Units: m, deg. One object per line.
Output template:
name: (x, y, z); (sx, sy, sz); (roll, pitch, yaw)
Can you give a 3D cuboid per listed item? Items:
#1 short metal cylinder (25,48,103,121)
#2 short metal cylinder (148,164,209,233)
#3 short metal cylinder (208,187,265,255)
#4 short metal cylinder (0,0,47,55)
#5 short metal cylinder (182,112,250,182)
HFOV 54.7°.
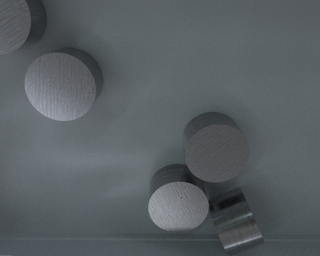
short metal cylinder: (-0.114, -0.054, 0.376); (0.081, 0.050, 0.079); (0, 110, -1)
short metal cylinder: (0.025, 0.098, 0.434); (0.081, 0.050, 0.079); (0, 110, -1)
short metal cylinder: (0.104, 0.129, 0.431); (0.050, 0.080, 0.080); (-24, 109, 8)
short metal cylinder: (-0.177, -0.126, 0.349); (0.081, 0.050, 0.079); (0, 110, -1)
short metal cylinder: (0.071, 0.024, 0.408); (0.081, 0.050, 0.079); (0, 110, -1)
